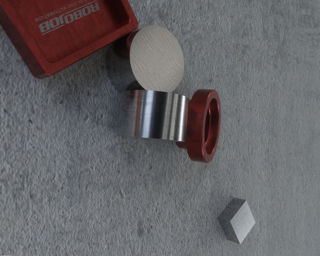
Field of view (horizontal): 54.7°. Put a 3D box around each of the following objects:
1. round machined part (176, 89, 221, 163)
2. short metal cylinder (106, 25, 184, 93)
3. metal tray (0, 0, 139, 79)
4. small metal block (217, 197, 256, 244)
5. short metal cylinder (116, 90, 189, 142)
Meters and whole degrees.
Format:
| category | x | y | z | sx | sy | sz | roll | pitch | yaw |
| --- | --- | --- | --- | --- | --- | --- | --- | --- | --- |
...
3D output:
| category | x | y | z | sx | sy | sz | roll | pitch | yaw |
| --- | --- | --- | --- | --- | --- | --- | --- | --- | --- |
| round machined part | 0.050 | -0.004 | 0.419 | 0.098 | 0.042 | 0.097 | 5 | 90 | -67 |
| short metal cylinder | -0.017 | -0.078 | 0.374 | 0.081 | 0.050 | 0.080 | 0 | 90 | -40 |
| metal tray | -0.093 | -0.120 | 0.322 | 0.131 | 0.030 | 0.090 | -41 | 115 | -32 |
| small metal block | 0.127 | 0.152 | 0.511 | 0.050 | 0.025 | 0.050 | -39 | 114 | -33 |
| short metal cylinder | -0.008 | -0.012 | 0.362 | 0.081 | 0.080 | 0.050 | 8 | 85 | -40 |
